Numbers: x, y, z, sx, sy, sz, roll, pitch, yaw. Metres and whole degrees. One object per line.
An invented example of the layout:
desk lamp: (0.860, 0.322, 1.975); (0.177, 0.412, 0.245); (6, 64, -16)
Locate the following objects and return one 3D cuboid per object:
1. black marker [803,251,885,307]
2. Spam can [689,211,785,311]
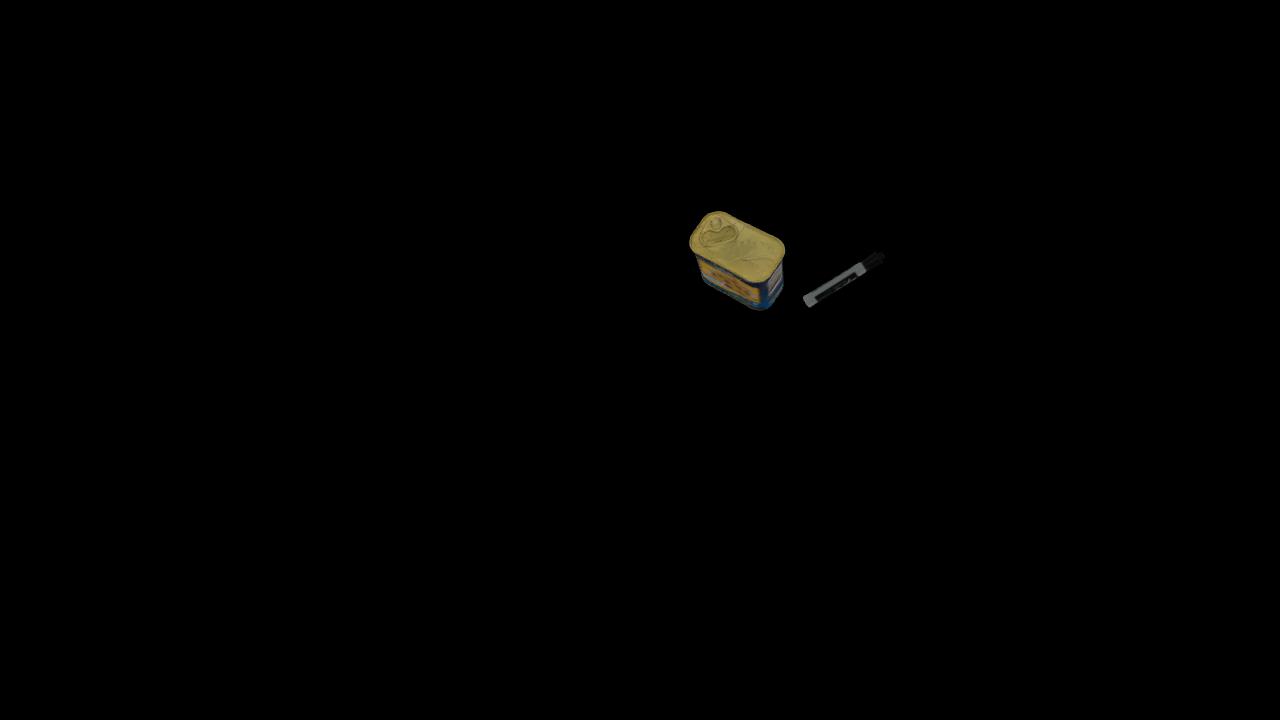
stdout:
black marker: (0.284, -0.113, 0.860); (0.121, 0.020, 0.020); (-33, -16, 26)
Spam can: (0.111, -0.108, 0.689); (0.101, 0.058, 0.085); (33, -9, 22)
